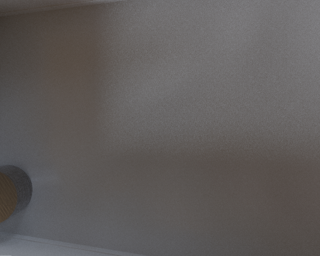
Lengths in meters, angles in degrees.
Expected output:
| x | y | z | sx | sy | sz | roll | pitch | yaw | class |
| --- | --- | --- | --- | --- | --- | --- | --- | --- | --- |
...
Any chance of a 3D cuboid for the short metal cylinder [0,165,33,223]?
| x | y | z | sx | sy | sz | roll | pitch | yaw | class |
| --- | --- | --- | --- | --- | --- | --- | --- | --- | --- |
| -0.244 | 0.099 | 0.469 | 0.081 | 0.050 | 0.079 | 0 | 91 | 1 | short metal cylinder |
